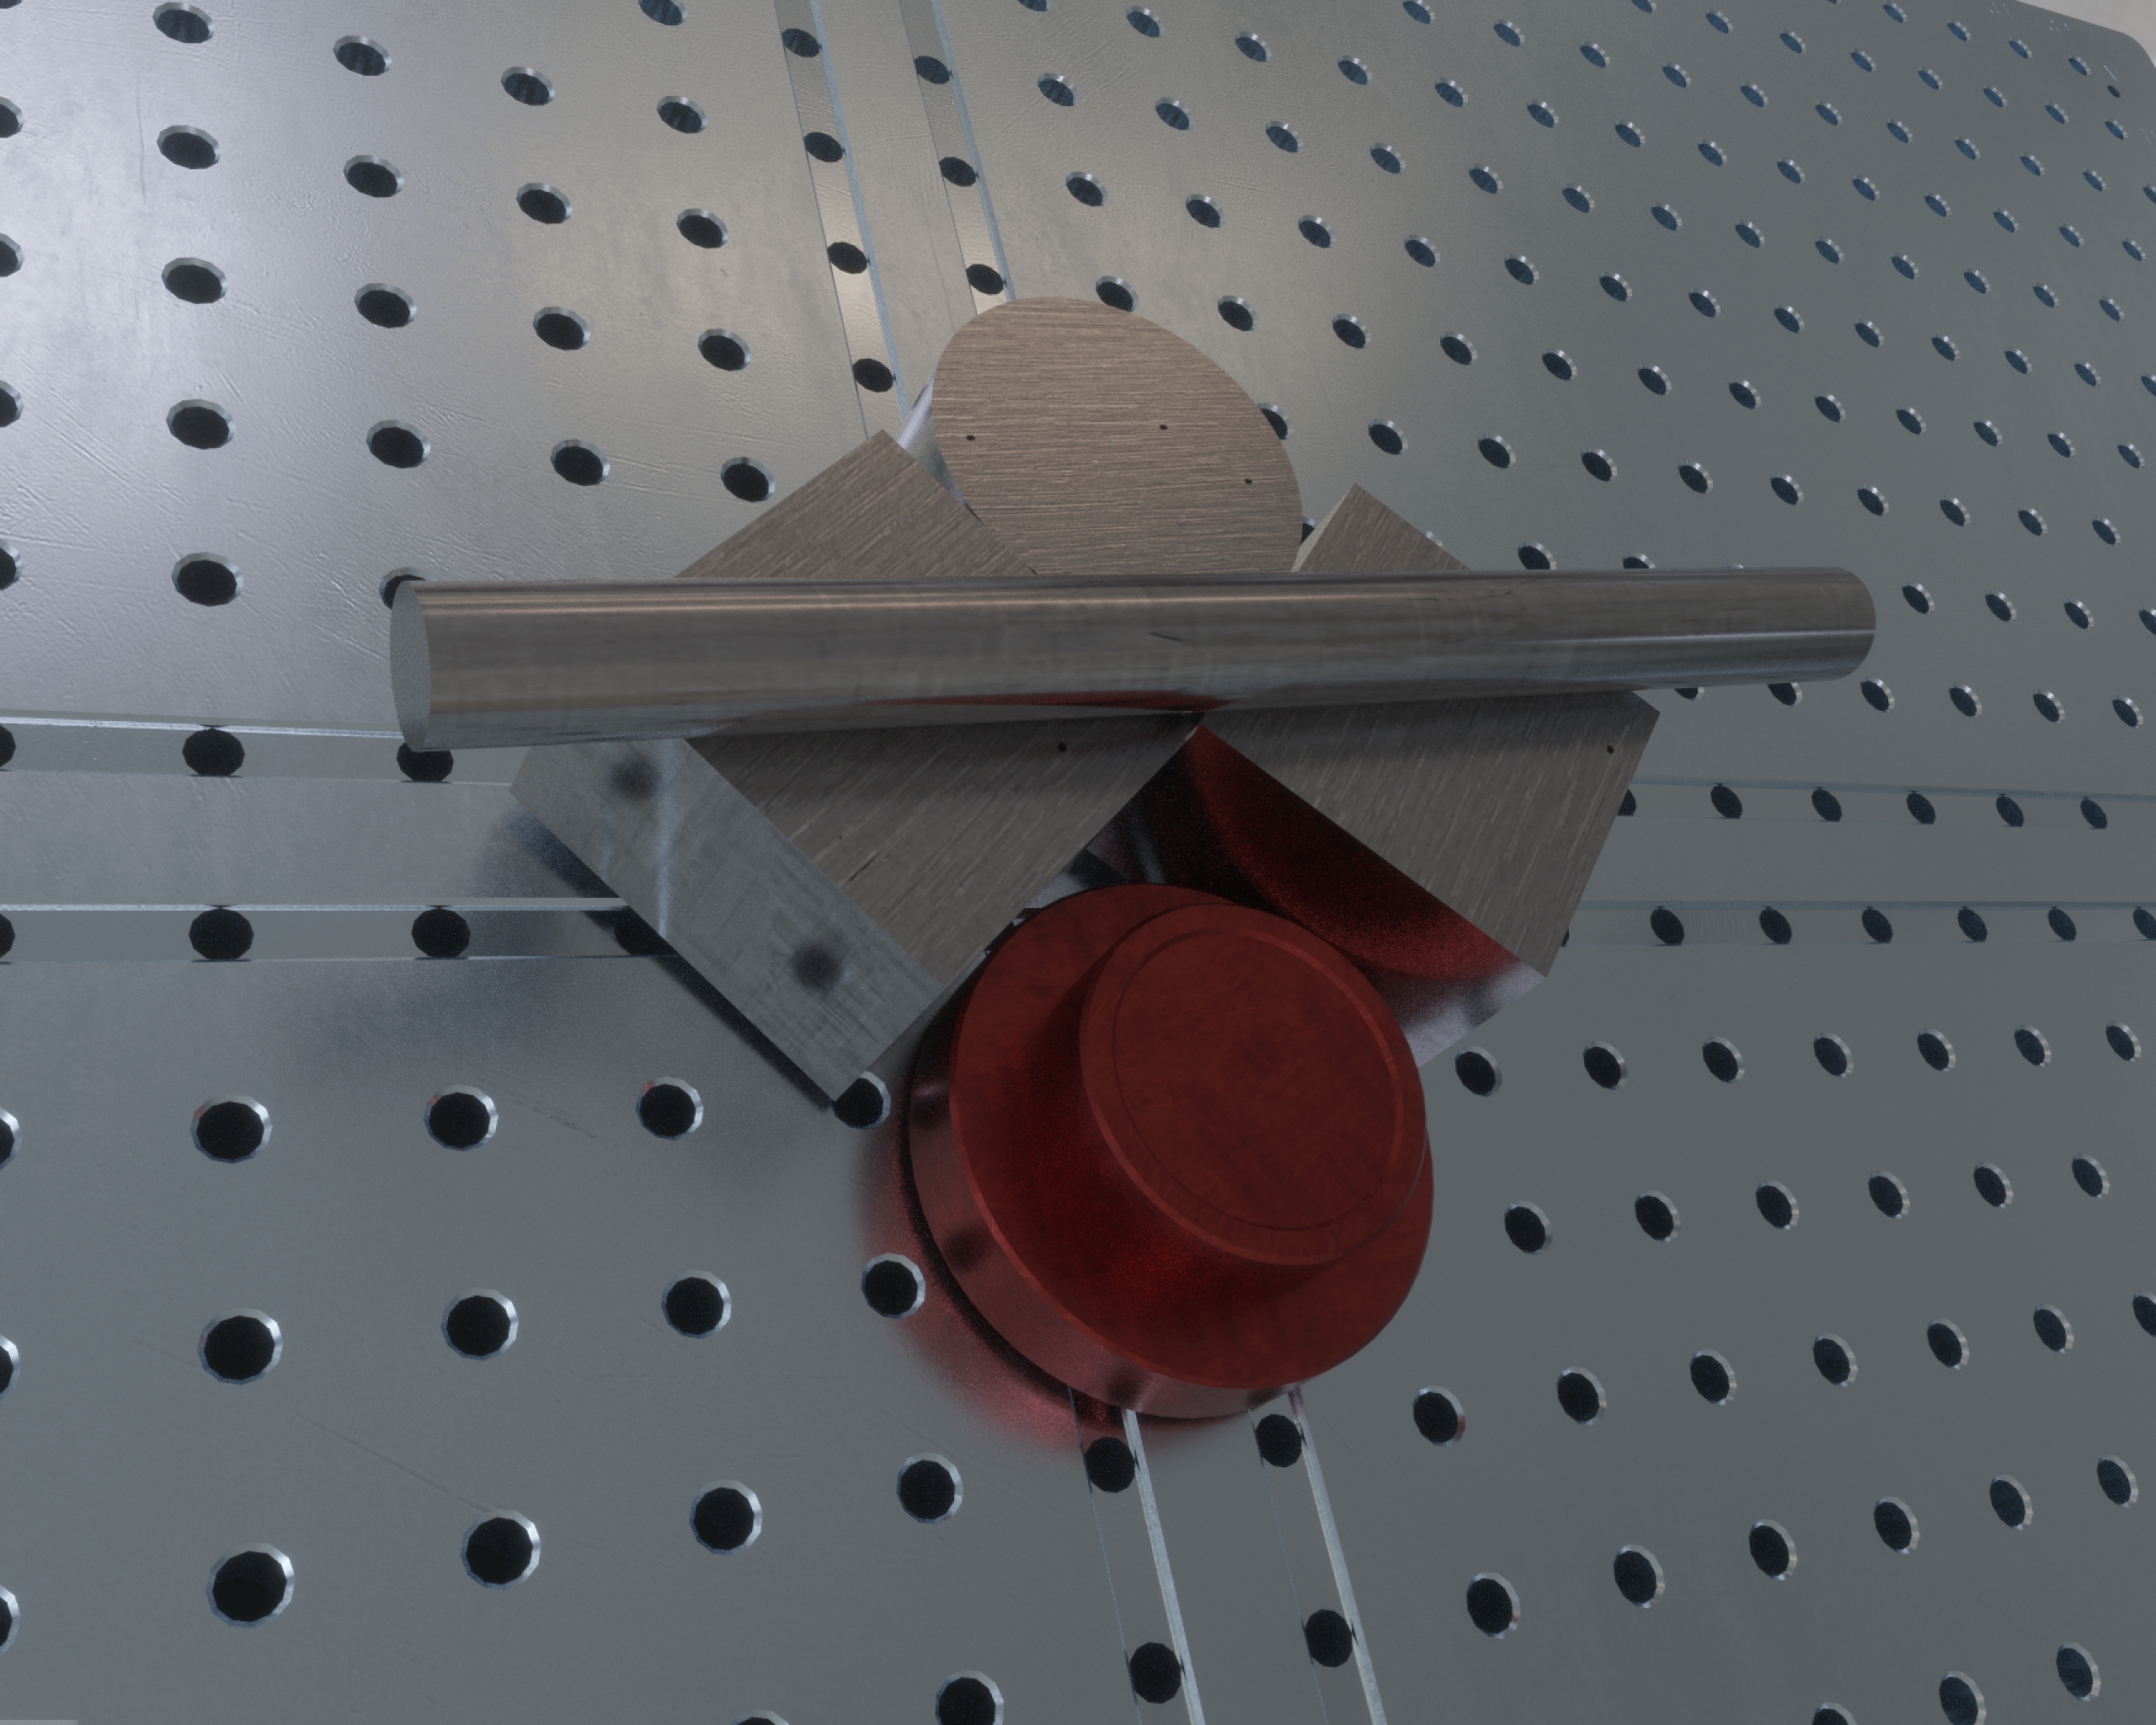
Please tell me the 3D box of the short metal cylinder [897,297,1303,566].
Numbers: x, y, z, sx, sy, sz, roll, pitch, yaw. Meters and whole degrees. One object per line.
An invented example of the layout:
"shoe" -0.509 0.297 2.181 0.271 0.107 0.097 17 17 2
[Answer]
"short metal cylinder" -0.001 -0.068 0.428 0.081 0.050 0.080 14 56 -21

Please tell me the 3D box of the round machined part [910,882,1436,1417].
"round machined part" 0.023 0.046 0.376 0.099 0.042 0.098 14 56 -21

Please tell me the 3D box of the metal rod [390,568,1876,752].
"metal rod" 0.033 -0.040 0.379 0.303 0.025 0.025 -5 64 -30

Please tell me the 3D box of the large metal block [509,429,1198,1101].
"large metal block" -0.040 -0.019 0.377 0.080 0.050 0.080 44 51 0

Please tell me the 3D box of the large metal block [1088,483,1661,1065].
"large metal block" 0.062 -0.017 0.428 0.080 0.050 0.080 36 52 -4
